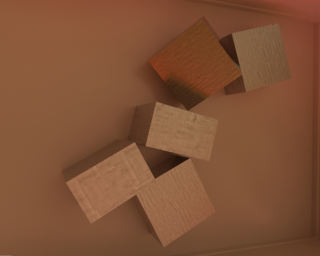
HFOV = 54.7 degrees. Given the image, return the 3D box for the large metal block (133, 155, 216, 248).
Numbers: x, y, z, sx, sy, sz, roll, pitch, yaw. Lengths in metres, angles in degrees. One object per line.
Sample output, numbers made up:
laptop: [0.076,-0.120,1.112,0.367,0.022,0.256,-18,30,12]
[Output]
large metal block: [0.012,0.091,0.403,0.081,0.050,0.080,-29,100,-18]

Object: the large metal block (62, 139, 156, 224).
large metal block: [-0.062,0.056,0.359,0.080,0.080,0.050,-31,101,-18]

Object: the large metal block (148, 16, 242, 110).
large metal block: [0.046,-0.082,0.395,0.080,0.050,0.080,-34,105,21]

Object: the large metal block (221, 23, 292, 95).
large metal block: [0.132,-0.098,0.448,0.081,0.050,0.080,-18,96,-20]

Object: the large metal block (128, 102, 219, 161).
large metal block: [0.013,0.005,0.387,0.081,0.080,0.050,15,85,-20]
